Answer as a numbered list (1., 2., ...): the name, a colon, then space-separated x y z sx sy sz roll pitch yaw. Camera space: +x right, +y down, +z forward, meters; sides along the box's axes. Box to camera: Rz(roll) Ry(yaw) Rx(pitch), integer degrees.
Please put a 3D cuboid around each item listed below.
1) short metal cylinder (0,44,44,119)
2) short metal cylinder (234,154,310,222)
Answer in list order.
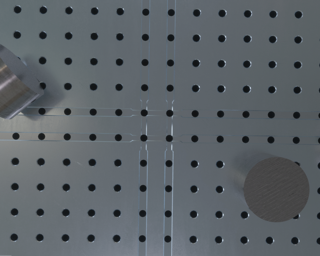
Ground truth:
1. short metal cylinder: -0.193 -0.057 0.384 0.050 0.080 0.080 -38 90 0
2. short metal cylinder: 0.142 0.075 0.402 0.081 0.050 0.079 0 90 0
